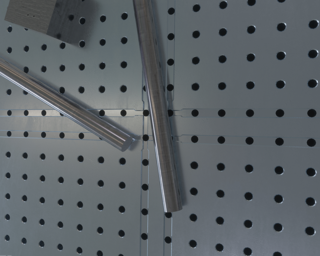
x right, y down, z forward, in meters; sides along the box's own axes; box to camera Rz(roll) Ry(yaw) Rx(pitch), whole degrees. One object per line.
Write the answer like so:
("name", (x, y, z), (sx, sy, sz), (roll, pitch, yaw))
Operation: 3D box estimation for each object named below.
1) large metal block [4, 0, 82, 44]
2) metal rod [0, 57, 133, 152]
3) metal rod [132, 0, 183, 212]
("large metal block", (-0.171, -0.181, 0.459), (0.080, 0.050, 0.080), (22, 97, 18))
("metal rod", (-0.170, -0.049, 0.472), (0.301, 0.025, 0.025), (30, 100, 17))
("metal rod", (-0.005, -0.040, 0.414), (0.025, 0.025, 0.298), (-10, 87, 19))
